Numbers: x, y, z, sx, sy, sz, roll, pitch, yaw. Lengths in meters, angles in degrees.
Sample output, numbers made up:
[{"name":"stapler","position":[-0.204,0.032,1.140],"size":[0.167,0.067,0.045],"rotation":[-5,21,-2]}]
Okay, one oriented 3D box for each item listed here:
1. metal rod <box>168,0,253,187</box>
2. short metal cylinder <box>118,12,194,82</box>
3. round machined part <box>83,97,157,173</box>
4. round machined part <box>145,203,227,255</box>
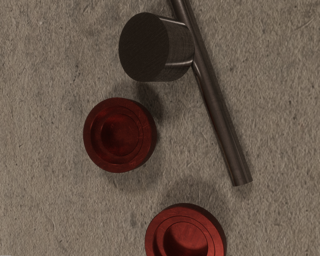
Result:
[{"name":"metal rod","position":[0.054,-0.074,0.389],"size":[0.025,0.025,0.299],"rotation":[-20,83,18]},{"name":"short metal cylinder","position":[-0.005,-0.097,0.383],"size":[0.080,0.050,0.079],"rotation":[7,101,38]},{"name":"round machined part","position":[-0.050,0.009,0.416],"size":[0.098,0.042,0.097],"rotation":[0,90,19]},{"name":"round machined part","position":[0.034,0.142,0.387],"size":[0.098,0.042,0.097],"rotation":[0,90,19]}]
